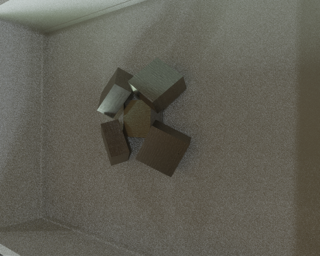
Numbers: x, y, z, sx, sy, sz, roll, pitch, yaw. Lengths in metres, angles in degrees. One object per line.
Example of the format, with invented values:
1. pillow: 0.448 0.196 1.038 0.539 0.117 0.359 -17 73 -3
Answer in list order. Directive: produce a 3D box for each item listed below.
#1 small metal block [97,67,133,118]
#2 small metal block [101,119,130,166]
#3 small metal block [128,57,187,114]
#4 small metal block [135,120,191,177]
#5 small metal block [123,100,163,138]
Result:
1. small metal block: -0.063 -0.050 0.440 0.050 0.025 0.050 -50 23 29
2. small metal block: -0.065 0.022 0.443 0.050 0.025 0.050 114 137 -68
3. small metal block: -0.003 -0.054 0.391 0.050 0.025 0.050 -41 58 -10
4. small metal block: 0.004 0.025 0.386 0.050 0.025 0.050 27 110 0
5. small metal block: -0.023 -0.013 0.423 0.050 0.025 0.050 2 92 40
